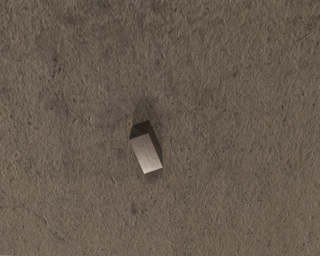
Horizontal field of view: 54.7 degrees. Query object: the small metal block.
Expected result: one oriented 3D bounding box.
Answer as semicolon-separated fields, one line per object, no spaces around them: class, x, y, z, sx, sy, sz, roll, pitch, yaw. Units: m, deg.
small metal block;-0.017;0.023;0.405;0.025;0.050;0.050;-20;109;7
